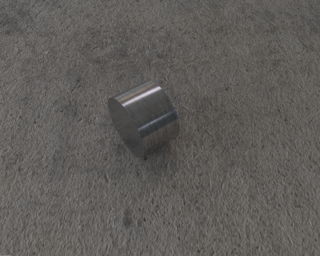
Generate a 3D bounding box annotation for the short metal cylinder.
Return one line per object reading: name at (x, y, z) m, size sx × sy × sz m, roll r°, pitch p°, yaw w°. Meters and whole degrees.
short metal cylinder at (-0.021, -0.011, 0.377) m, size 0.050 × 0.080 × 0.080 m, roll -29°, pitch 56°, yaw -22°
